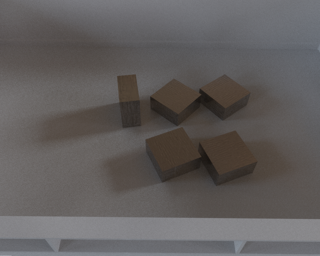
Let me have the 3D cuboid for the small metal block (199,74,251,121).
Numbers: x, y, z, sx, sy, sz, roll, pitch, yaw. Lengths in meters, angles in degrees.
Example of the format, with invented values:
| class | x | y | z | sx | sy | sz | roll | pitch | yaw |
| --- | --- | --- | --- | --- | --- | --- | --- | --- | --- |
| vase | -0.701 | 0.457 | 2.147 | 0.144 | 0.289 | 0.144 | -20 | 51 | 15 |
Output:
| class | x | y | z | sx | sy | sz | roll | pitch | yaw |
| --- | --- | --- | --- | --- | --- | --- | --- | --- | --- |
| small metal block | 0.091 | -0.045 | 0.444 | 0.050 | 0.025 | 0.050 | -31 | 57 | -24 |

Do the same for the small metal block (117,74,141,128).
| class | x | y | z | sx | sy | sz | roll | pitch | yaw |
| --- | --- | --- | --- | --- | --- | --- | --- | --- | --- |
| small metal block | -0.042 | -0.036 | 0.419 | 0.025 | 0.050 | 0.050 | -6 | 51 | -6 |

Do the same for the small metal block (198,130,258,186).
| class | x | y | z | sx | sy | sz | roll | pitch | yaw |
| --- | --- | --- | --- | --- | --- | --- | --- | --- | --- |
| small metal block | 0.080 | 0.036 | 0.376 | 0.050 | 0.025 | 0.050 | -17 | 52 | -14 |

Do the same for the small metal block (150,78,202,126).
| class | x | y | z | sx | sy | sz | roll | pitch | yaw |
| --- | --- | --- | --- | --- | --- | --- | --- | --- | --- |
| small metal block | 0.022 | -0.037 | 0.437 | 0.050 | 0.025 | 0.050 | 35 | 58 | 25 |

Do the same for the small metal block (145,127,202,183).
| class | x | y | z | sx | sy | sz | roll | pitch | yaw |
| --- | --- | --- | --- | --- | --- | --- | --- | --- | --- |
| small metal block | 0.015 | 0.032 | 0.379 | 0.050 | 0.025 | 0.050 | -19 | 53 | -16 |
